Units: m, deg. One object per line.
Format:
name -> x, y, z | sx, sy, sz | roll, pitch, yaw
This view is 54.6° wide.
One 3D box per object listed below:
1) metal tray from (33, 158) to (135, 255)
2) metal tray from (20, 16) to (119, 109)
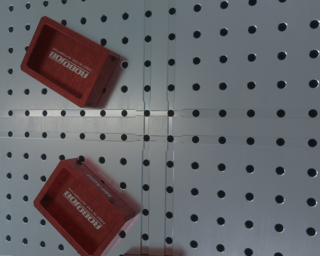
metal tray -> -0.112, 0.117, 0.450 | 0.130, 0.030, 0.090 | 39, 102, 15
metal tray -> -0.135, -0.097, 0.458 | 0.130, 0.030, 0.090 | 31, 100, 17
